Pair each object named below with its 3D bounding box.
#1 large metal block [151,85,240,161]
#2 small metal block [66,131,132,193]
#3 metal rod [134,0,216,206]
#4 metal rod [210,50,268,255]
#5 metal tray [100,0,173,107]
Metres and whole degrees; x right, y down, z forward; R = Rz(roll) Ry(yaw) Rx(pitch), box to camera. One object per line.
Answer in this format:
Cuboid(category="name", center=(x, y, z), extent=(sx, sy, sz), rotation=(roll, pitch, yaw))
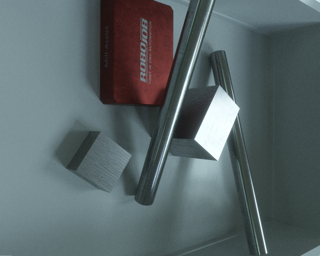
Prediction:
Cuboid(category="large metal block", center=(0.046, -0.007, 0.412), extent=(0.050, 0.080, 0.080), rotation=(41, 65, -33))
Cuboid(category="small metal block", center=(-0.068, 0.038, 0.351), extent=(0.050, 0.025, 0.050), rotation=(43, 64, -32))
Cuboid(category="metal rod", center=(0.019, -0.045, 0.348), extent=(0.025, 0.025, 0.298), rotation=(0, 114, -40))
Cuboid(category="metal rod", center=(0.113, 0.028, 0.457), extent=(0.025, 0.025, 0.299), rotation=(1, 75, -40))
Cuboid(category="metal tray", center=(-0.026, -0.092, 0.383), extent=(0.091, 0.030, 0.129), rotation=(0, 90, -40))
